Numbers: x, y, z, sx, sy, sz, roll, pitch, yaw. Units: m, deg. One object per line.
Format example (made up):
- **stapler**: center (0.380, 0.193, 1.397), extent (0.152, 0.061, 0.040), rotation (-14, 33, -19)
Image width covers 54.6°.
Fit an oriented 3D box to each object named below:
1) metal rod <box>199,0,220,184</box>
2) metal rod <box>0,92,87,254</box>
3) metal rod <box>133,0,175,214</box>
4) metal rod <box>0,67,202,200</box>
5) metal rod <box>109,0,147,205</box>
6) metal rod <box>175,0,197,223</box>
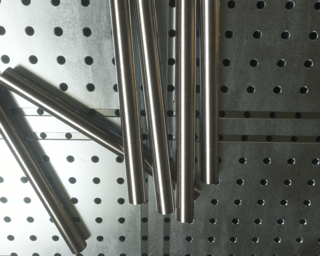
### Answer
- **metal rod**: center (0.062, -0.066, 0.389), extent (0.025, 0.025, 0.298), rotation (-3, 110, 1)
- **metal rod**: center (-0.178, 0.055, 0.432), extent (0.025, 0.025, 0.299), rotation (-20, 109, 7)
- **metal rod**: center (-0.006, -0.033, 0.385), extent (0.025, 0.025, 0.298), rotation (-5, 104, 2)
- **metal rod**: center (-0.071, 0.014, 0.417), extent (0.301, 0.025, 0.025), rotation (33, 107, -12)
- **metal rod**: center (-0.039, -0.048, 0.378), extent (0.025, 0.025, 0.298), rotation (-3, 104, 1)
- **metal rod**: center (0.032, -0.021, 0.390), extent (0.025, 0.025, 0.298), rotation (-1, 104, 0)
